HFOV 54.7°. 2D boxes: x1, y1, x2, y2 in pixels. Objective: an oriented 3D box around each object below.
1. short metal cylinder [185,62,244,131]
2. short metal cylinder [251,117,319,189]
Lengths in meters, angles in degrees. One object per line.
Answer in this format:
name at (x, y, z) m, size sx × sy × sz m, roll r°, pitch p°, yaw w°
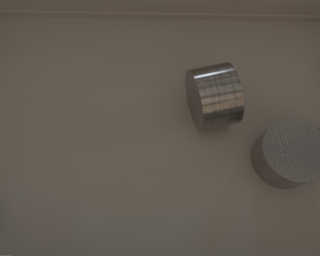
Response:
short metal cylinder at (0.068, -0.040, 0.396) m, size 0.050 × 0.080 × 0.080 m, roll -12°, pitch 71°, yaw -5°
short metal cylinder at (0.161, 0.033, 0.387) m, size 0.081 × 0.050 × 0.080 m, roll 0°, pitch 70°, yaw 0°
